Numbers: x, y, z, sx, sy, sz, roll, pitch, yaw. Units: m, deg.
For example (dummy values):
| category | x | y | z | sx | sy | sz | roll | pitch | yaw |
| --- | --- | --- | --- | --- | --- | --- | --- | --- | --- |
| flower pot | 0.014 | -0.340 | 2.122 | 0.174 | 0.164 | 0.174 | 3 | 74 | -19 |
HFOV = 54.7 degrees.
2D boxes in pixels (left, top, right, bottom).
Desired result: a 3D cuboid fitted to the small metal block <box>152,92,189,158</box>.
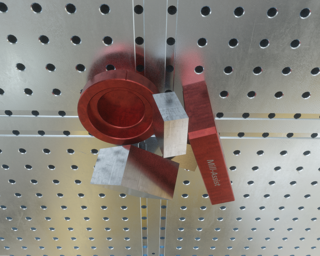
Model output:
| category | x | y | z | sx | sy | sz | roll | pitch | yaw |
| --- | --- | --- | --- | --- | --- | --- | --- | --- | --- |
| small metal block | 0.010 | -0.004 | 0.338 | 0.025 | 0.050 | 0.050 | -9 | 130 | -11 |

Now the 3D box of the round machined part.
| category | x | y | z | sx | sy | sz | roll | pitch | yaw |
| --- | --- | --- | --- | --- | --- | --- | --- | --- | --- |
| round machined part | -0.046 | -0.029 | 0.375 | 0.099 | 0.042 | 0.097 | -1 | 130 | 0 |

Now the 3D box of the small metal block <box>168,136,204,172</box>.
| category | x | y | z | sx | sy | sz | roll | pitch | yaw |
| --- | --- | --- | --- | --- | --- | --- | --- | --- | --- |
| small metal block | 0.032 | 0.029 | 0.431 | 0.050 | 0.025 | 0.050 | 16 | 134 | 0 |

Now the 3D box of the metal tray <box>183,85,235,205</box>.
| category | x | y | z | sx | sy | sz | roll | pitch | yaw |
| --- | --- | --- | --- | --- | --- | --- | --- | --- | --- |
| metal tray | 0.062 | 0.023 | 0.389 | 0.030 | 0.090 | 0.129 | -14 | 129 | 11 |

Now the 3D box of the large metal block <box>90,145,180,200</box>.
| category | x | y | z | sx | sy | sz | roll | pitch | yaw |
| --- | --- | --- | --- | --- | --- | --- | --- | --- | --- |
| large metal block | -0.034 | 0.062 | 0.417 | 0.080 | 0.050 | 0.080 | 25 | 159 | -33 |
